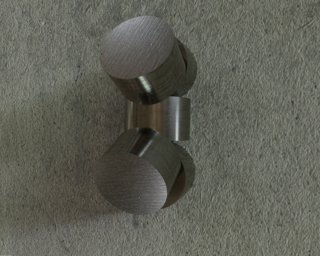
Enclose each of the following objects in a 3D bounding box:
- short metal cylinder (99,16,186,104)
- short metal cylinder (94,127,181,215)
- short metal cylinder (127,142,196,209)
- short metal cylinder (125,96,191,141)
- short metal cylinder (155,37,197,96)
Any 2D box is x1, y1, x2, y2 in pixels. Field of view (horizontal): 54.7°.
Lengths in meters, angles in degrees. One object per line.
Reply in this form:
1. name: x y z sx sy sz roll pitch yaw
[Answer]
1. short metal cylinder: -0.017 -0.072 0.334 0.080 0.050 0.080 -8 62 15
2. short metal cylinder: -0.023 0.046 0.335 0.080 0.050 0.079 9 121 16
3. short metal cylinder: 0.000 0.058 0.397 0.080 0.050 0.080 0 90 20
4. short metal cylinder: -0.003 -0.011 0.383 0.080 0.080 0.050 2 91 20
5. short metal cylinder: 0.003 -0.077 0.396 0.080 0.050 0.080 0 90 20
